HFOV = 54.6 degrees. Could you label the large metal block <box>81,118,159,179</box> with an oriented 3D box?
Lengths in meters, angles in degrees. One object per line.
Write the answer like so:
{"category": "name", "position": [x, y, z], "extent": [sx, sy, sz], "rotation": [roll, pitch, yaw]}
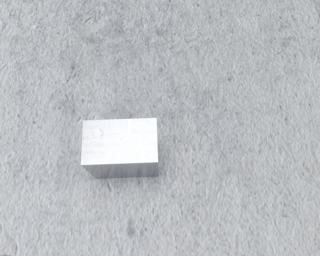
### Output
{"category": "large metal block", "position": [-0.043, 0.027, 0.369], "extent": [0.080, 0.080, 0.050], "rotation": [-2, 70, -1]}
